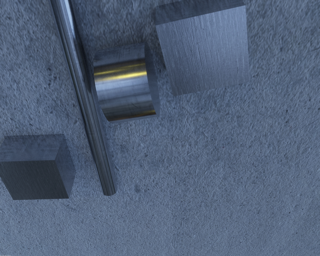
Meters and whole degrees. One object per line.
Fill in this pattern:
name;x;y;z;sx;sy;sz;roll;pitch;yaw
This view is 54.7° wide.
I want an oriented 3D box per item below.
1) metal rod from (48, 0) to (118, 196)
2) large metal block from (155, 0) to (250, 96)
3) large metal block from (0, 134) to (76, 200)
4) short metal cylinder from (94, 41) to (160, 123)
metal rod;-0.088;-0.016;0.392;0.025;0.025;0.298;-3;130;2
large metal block;0.044;-0.086;0.318;0.080;0.050;0.080;-10;130;8
large metal block;-0.172;0.056;0.437;0.080;0.050;0.079;-2;130;1
short metal cylinder;-0.032;-0.048;0.330;0.050;0.080;0.080;-8;130;7
